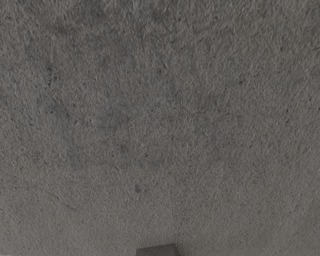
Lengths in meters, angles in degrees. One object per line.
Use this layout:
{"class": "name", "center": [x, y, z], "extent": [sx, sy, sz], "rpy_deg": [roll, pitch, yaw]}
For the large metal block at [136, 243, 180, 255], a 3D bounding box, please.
{"class": "large metal block", "center": [0.002, 0.284, 0.633], "extent": [0.080, 0.050, 0.080], "rpy_deg": [-13, 129, 11]}
